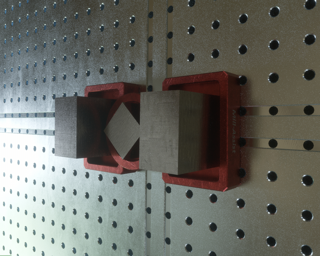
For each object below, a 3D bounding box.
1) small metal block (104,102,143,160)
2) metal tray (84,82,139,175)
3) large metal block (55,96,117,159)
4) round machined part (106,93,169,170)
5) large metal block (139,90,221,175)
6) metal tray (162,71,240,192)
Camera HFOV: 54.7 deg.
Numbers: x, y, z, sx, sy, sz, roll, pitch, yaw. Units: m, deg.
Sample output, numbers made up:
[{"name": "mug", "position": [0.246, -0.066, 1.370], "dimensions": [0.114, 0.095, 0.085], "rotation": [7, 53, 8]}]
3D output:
[{"name": "small metal block", "position": [-0.038, 0.003, 0.388], "dimensions": [0.050, 0.025, 0.050], "rotation": [52, 120, 27]}, {"name": "metal tray", "position": [-0.075, 0.000, 0.467], "dimensions": [0.090, 0.030, 0.129], "rotation": [1, 90, 40]}, {"name": "large metal block", "position": [-0.099, -0.001, 0.438], "dimensions": [0.050, 0.081, 0.080], "rotation": [1, 91, 40]}, {"name": "round machined part", "position": [-0.023, 0.004, 0.406], "dimensions": [0.098, 0.042, 0.097], "rotation": [0, 90, 40]}, {"name": "large metal block", "position": [0.024, 0.003, 0.336], "dimensions": [0.050, 0.081, 0.079], "rotation": [2, 91, 40]}, {"name": "metal tray", "position": [0.046, 0.003, 0.367], "dimensions": [0.090, 0.030, 0.129], "rotation": [0, 90, 40]}]
